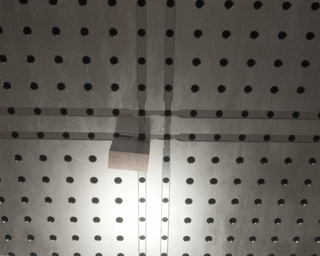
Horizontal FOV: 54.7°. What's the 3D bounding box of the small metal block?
[{"bbox_3d":[-0.040,0.033,0.412,0.050,0.050,0.025,6,110,-3],"label":"small metal block"}]
